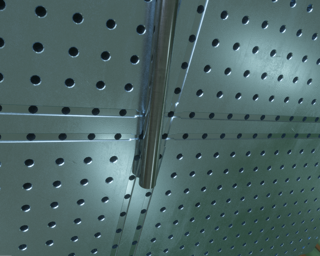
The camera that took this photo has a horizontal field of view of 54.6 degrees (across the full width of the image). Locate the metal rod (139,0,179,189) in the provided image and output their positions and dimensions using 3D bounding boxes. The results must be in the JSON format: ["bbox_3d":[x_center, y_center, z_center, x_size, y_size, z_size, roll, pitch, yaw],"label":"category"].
[{"bbox_3d":[-0.003,-0.049,0.378,0.025,0.025,0.298,-8,122,-25],"label":"metal rod"}]
